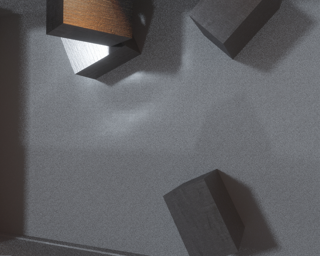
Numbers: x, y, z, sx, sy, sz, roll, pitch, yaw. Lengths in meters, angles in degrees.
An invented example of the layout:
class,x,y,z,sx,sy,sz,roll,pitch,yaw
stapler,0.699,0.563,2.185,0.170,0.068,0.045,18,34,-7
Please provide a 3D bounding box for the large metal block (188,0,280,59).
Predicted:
class,x,y,z,sx,sy,sz,roll,pitch,yaw
large metal block,0.087,-0.132,0.350,0.050,0.080,0.080,45,104,14

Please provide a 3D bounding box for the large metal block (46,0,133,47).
class,x,y,z,sx,sy,sz,roll,pitch,yaw
large metal block,-0.078,-0.143,0.348,0.050,0.081,0.080,1,90,51

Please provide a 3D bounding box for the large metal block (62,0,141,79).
class,x,y,z,sx,sy,sz,roll,pitch,yaw
large metal block,-0.085,-0.124,0.427,0.080,0.050,0.080,-25,82,18

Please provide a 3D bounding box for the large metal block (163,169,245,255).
class,x,y,z,sx,sy,sz,roll,pitch,yaw
large metal block,0.055,0.099,0.362,0.050,0.080,0.080,-27,81,18
